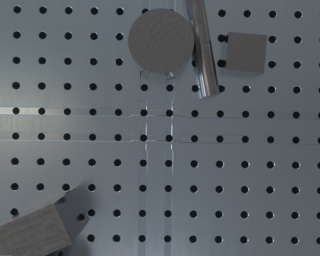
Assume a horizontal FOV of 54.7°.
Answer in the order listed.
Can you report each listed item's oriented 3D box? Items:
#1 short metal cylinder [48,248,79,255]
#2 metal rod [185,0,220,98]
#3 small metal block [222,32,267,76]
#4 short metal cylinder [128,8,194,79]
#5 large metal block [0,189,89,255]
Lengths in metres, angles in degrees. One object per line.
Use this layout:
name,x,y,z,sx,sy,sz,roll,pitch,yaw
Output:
short metal cylinder,-0.142,0.203,0.400,0.081,0.050,0.079,0,90,0
metal rod,0.043,-0.190,0.413,0.025,0.025,0.298,-10,90,0
small metal block,0.112,-0.098,0.414,0.050,0.025,0.050,5,90,0
short metal cylinder,0.001,-0.106,0.401,0.081,0.050,0.079,0,90,0
large metal block,-0.145,0.122,0.385,0.080,0.080,0.050,-24,90,0
